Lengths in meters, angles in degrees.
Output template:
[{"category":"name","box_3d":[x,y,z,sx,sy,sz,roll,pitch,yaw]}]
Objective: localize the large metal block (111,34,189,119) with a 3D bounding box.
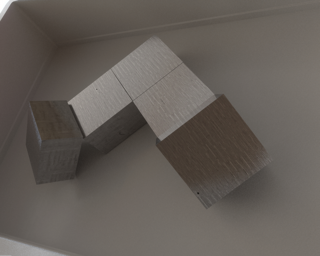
[{"category":"large metal block","box_3d":[-0.010,-0.073,0.437,0.080,0.050,0.080,-38,51,3]}]

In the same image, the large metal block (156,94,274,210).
[{"category":"large metal block","box_3d":[0.052,0.021,0.320,0.080,0.050,0.080,-38,95,3]}]

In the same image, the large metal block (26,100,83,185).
[{"category":"large metal block","box_3d":[-0.149,0.018,0.427,0.080,0.050,0.079,55,136,39]}]

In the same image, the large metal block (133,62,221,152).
[{"category":"large metal block","box_3d":[0.026,-0.021,0.387,0.080,0.050,0.080,-38,51,3]}]

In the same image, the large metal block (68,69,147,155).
[{"category":"large metal block","box_3d":[-0.074,-0.024,0.441,0.080,0.050,0.080,-38,51,3]}]
